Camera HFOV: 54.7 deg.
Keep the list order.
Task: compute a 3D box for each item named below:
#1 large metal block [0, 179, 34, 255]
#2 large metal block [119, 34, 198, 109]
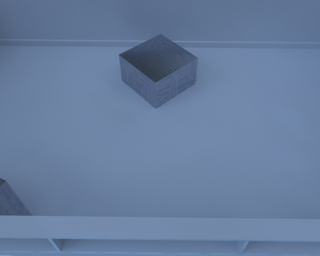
[{"bbox_3d":[-0.185,0.077,0.303,0.080,0.080,0.050,20,53,16],"label":"large metal block"},{"bbox_3d":[-0.002,-0.087,0.461,0.080,0.050,0.080,-34,58,-25],"label":"large metal block"}]
